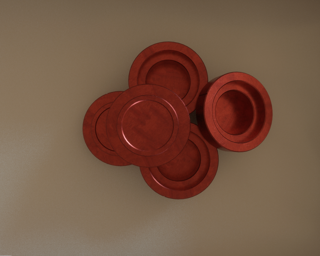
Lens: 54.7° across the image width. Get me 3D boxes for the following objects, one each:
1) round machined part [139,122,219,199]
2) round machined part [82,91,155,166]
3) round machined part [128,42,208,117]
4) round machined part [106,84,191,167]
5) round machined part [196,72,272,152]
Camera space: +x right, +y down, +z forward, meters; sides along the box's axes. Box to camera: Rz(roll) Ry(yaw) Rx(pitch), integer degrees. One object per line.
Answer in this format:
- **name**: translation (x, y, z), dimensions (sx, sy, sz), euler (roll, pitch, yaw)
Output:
- **round machined part**: translation (0.023, 0.039, 0.401), dimensions (0.099, 0.042, 0.097), euler (0, 90, -1)
- **round machined part**: translation (-0.051, 0.001, 0.399), dimensions (0.099, 0.042, 0.097), euler (0, 90, -1)
- **round machined part**: translation (0.010, -0.058, 0.402), dimensions (0.099, 0.042, 0.097), euler (0, 90, -1)
- **round machined part**: translation (-0.013, -0.003, 0.358), dimensions (0.099, 0.042, 0.097), euler (0, 90, -1)
- **round machined part**: translation (0.089, -0.019, 0.392), dimensions (0.099, 0.042, 0.097), euler (1, 87, -21)
